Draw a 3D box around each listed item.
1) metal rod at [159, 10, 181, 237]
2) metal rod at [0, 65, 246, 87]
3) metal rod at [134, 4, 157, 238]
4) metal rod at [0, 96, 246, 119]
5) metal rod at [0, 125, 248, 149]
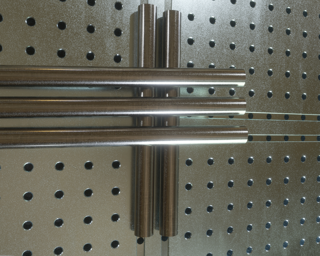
[{"bbox_3d":[0.014,-0.006,0.419,0.025,0.025,0.298,1,90,-20],"label":"metal rod"},{"bbox_3d":[-0.040,-0.062,0.376,0.302,0.025,0.025,-2,91,-12],"label":"metal rod"},{"bbox_3d":[-0.019,-0.010,0.407,0.025,0.025,0.298,1,90,-20],"label":"metal rod"},{"bbox_3d":[-0.039,-0.026,0.377,0.302,0.025,0.025,-1,91,-12],"label":"metal rod"},{"bbox_3d":[-0.038,0.010,0.377,0.302,0.025,0.025,-1,90,-12],"label":"metal rod"}]
